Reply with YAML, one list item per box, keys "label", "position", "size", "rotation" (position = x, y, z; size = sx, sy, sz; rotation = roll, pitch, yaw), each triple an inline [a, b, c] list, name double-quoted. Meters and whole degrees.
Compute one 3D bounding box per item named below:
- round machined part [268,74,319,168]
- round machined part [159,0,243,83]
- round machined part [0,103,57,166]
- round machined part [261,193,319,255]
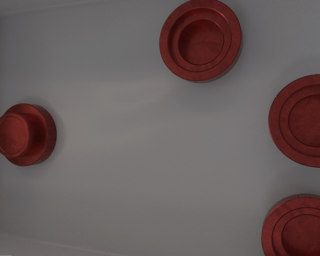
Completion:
- label: "round machined part"
  position: [0.171, -0.008, 0.341]
  size: [0.098, 0.042, 0.097]
  rotation: [0, 90, 20]
- label: "round machined part"
  position: [0.052, -0.104, 0.383]
  size: [0.098, 0.042, 0.097]
  rotation: [0, 90, 20]
- label: "round machined part"
  position: [-0.213, 0.011, 0.477]
  size: [0.098, 0.042, 0.097]
  rotation: [0, 90, 20]
- label: "round machined part"
  position: [0.165, 0.121, 0.343]
  size: [0.098, 0.042, 0.097]
  rotation: [0, 90, 20]
